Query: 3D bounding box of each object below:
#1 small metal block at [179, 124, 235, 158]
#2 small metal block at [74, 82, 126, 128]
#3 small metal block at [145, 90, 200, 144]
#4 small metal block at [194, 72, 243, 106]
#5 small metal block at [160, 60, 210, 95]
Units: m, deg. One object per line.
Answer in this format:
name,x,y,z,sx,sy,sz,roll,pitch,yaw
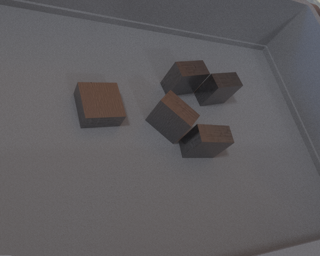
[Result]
small metal block,0.061,0.019,0.411,0.050,0.050,0.025,3,61,-27
small metal block,-0.075,-0.029,0.383,0.050,0.025,0.050,-4,64,-30
small metal block,0.016,-0.013,0.406,0.050,0.050,0.025,41,51,-1
small metal block,0.089,-0.059,0.473,0.050,0.050,0.025,-10,67,-32
small metal block,0.036,-0.072,0.453,0.050,0.050,0.025,-11,68,-33
